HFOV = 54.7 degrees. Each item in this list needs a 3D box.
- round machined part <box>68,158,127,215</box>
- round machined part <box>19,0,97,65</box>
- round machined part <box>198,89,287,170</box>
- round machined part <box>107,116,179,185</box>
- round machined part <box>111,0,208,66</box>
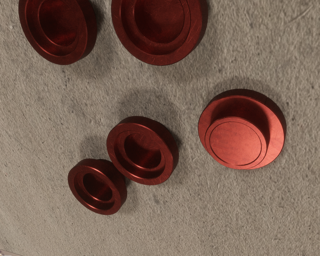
[{"bbox_3d":[-0.095,0.089,0.499,0.098,0.042,0.097,13,124,20],"label":"round machined part"},{"bbox_3d":[-0.117,-0.130,0.376,0.098,0.042,0.097,13,124,20],"label":"round machined part"},{"bbox_3d":[0.090,0.008,0.353,0.098,0.042,0.097,13,124,20],"label":"round machined part"},{"bbox_3d":[-0.019,0.026,0.421,0.098,0.042,0.097,13,124,20],"label":"round machined part"},{"bbox_3d":[0.002,-0.118,0.321,0.098,0.042,0.097,13,124,20],"label":"round machined part"}]
